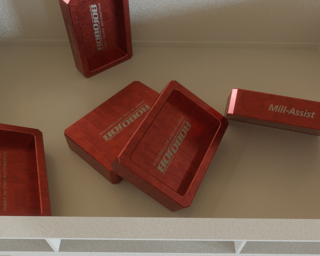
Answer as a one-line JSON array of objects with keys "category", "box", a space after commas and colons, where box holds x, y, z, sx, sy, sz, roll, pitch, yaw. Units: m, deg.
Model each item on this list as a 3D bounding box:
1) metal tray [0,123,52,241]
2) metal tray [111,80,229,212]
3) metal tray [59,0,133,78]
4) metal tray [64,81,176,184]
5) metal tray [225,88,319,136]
[{"category": "metal tray", "box": [-0.170, 0.051, 0.326, 0.091, 0.030, 0.130, 12, 40, -36]}, {"category": "metal tray", "box": [0.016, 0.017, 0.358, 0.090, 0.030, 0.130, 36, 58, -6]}, {"category": "metal tray", "box": [-0.089, -0.147, 0.459, 0.091, 0.129, 0.030, -31, 57, -24]}, {"category": "metal tray", "box": [-0.043, 0.000, 0.402, 0.090, 0.030, 0.131, 34, 58, 25]}, {"category": "metal tray", "box": [0.148, -0.017, 0.379, 0.131, 0.090, 0.030, 11, 89, 8]}]
